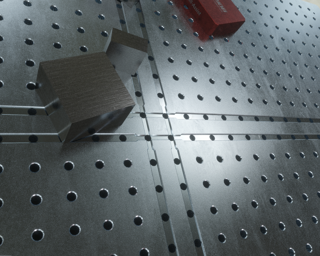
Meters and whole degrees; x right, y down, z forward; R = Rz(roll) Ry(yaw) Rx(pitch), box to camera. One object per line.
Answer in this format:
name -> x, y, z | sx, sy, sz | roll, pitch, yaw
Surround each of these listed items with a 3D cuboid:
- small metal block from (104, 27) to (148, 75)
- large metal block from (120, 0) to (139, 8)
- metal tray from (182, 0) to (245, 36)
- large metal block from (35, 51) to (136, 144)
small metal block -> -0.050, -0.104, 0.429 | 0.050, 0.050, 0.025 | 14, 56, -21
large metal block -> -0.056, -0.262, 0.522 | 0.080, 0.050, 0.080 | 33, 51, -7
metal tray -> 0.097, -0.243, 0.605 | 0.091, 0.030, 0.130 | -21, 73, -36
large metal block -> -0.089, -0.038, 0.367 | 0.081, 0.050, 0.080 | -21, 73, -36
